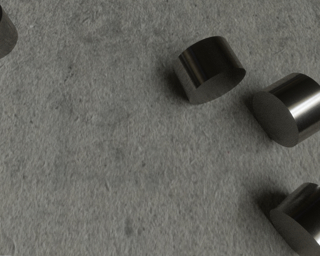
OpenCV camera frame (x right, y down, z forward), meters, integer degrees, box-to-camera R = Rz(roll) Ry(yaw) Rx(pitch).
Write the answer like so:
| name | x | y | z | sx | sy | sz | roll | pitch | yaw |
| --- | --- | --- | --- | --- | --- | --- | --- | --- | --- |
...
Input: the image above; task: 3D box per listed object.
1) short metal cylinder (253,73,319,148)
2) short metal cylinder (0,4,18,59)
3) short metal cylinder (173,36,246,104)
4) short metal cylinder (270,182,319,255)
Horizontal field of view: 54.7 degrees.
| name | x | y | z | sx | sy | sz | roll | pitch | yaw |
| --- | --- | --- | --- | --- | --- | --- | --- | --- | --- |
| short metal cylinder | 0.163 | -0.022 | 0.389 | 0.050 | 0.080 | 0.080 | -29 | 73 | -10 |
| short metal cylinder | -0.255 | -0.143 | 0.444 | 0.081 | 0.050 | 0.080 | 0 | 70 | 0 |
| short metal cylinder | 0.064 | -0.074 | 0.407 | 0.080 | 0.080 | 0.050 | -23 | 72 | -8 |
| short metal cylinder | 0.170 | 0.108 | 0.342 | 0.050 | 0.080 | 0.080 | -35 | 74 | -12 |
